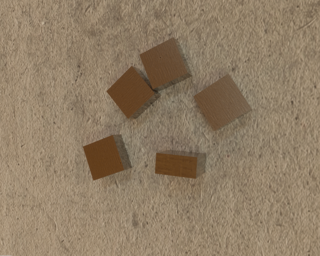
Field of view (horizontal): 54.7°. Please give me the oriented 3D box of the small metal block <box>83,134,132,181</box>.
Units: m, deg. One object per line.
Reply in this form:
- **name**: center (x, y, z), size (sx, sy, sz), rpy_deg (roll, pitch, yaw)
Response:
- **small metal block**: center (-0.074, 0.041, 0.435), size (0.050, 0.025, 0.050), rpy_deg (-21, 83, 18)

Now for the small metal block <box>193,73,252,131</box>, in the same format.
- **small metal block**: center (0.078, -0.031, 0.381), size (0.050, 0.025, 0.050), rpy_deg (-33, 79, 17)

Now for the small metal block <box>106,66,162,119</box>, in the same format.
- **small metal block**: center (-0.036, -0.047, 0.421), size (0.050, 0.025, 0.050), rpy_deg (-42, 77, 15)

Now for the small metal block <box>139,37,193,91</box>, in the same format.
- **small metal block**: center (0.008, -0.082, 0.406), size (0.050, 0.025, 0.050), rpy_deg (-23, 83, 18)

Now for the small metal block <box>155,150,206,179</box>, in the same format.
- **small metal block**: center (0.027, 0.044, 0.386), size (0.050, 0.050, 0.025), rpy_deg (4, 92, 20)
